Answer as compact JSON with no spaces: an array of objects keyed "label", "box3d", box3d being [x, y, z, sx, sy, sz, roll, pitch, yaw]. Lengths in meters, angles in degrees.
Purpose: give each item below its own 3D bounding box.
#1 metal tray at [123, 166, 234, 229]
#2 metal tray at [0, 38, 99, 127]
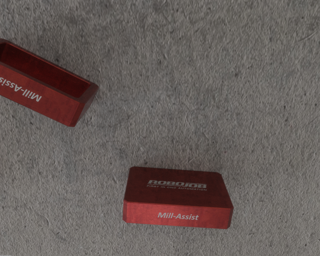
[{"label":"metal tray","box3d":[0.021,0.088,0.407,0.131,0.090,0.030,4,110,-2]},{"label":"metal tray","box3d":[-0.142,-0.055,0.353,0.131,0.090,0.030,26,108,-10]}]
